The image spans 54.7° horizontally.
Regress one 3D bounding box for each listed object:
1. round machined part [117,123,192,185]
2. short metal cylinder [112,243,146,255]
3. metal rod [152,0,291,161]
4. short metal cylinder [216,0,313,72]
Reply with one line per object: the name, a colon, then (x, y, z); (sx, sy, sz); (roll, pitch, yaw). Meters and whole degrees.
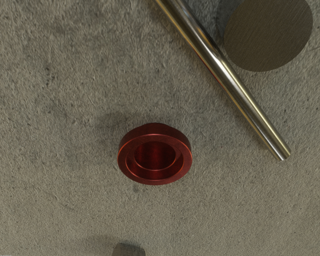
round machined part: (-0.007, 0.031, 0.423); (0.099, 0.042, 0.097); (-1, 130, 0)
short metal cylinder: (-0.066, 0.271, 0.601); (0.050, 0.080, 0.079); (18, 128, -15)
metal rod: (0.081, -0.054, 0.362); (0.025, 0.025, 0.300); (-31, 124, 23)
short metal cylinder: (0.099, -0.103, 0.305); (0.081, 0.050, 0.079); (0, 130, 0)
